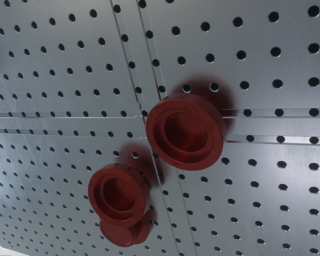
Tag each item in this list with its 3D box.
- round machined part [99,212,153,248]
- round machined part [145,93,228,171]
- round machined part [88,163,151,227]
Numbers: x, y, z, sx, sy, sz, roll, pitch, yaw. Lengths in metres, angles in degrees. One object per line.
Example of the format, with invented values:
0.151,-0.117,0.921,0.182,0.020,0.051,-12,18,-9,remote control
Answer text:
-0.066,0.168,0.539,0.098,0.042,0.097,13,124,21,round machined part
0.035,0.001,0.383,0.098,0.042,0.097,13,124,21,round machined part
-0.060,0.100,0.484,0.098,0.042,0.097,6,107,21,round machined part
